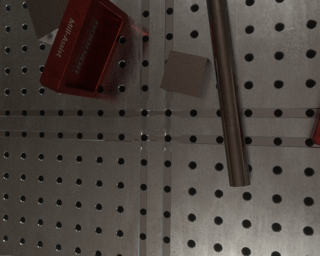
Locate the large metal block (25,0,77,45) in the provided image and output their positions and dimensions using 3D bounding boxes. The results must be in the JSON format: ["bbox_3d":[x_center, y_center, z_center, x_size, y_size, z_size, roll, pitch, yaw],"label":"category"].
[{"bbox_3d":[-0.139,-0.174,0.447,0.080,0.050,0.080,-22,83,18],"label":"large metal block"}]

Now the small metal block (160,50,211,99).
[{"bbox_3d":[0.033,-0.069,0.400,0.050,0.025,0.050,17,96,18],"label":"small metal block"}]

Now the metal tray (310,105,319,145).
[{"bbox_3d":[0.227,-0.033,0.330,0.090,0.030,0.129,17,95,18],"label":"metal tray"}]

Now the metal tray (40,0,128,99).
[{"bbox_3d":[-0.097,-0.107,0.410,0.030,0.090,0.129,26,98,18],"label":"metal tray"}]

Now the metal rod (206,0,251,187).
[{"bbox_3d":[0.080,-0.079,0.383,0.025,0.025,0.298,-8,88,19],"label":"metal rod"}]
